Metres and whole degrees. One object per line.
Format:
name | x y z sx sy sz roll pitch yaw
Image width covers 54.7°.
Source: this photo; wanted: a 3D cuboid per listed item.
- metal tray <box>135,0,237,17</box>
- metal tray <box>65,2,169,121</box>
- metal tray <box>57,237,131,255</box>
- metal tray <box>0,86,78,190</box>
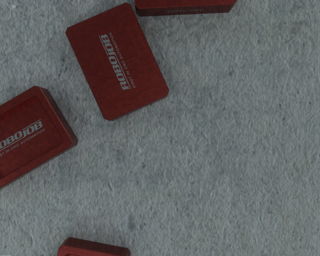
metal tray | 0.031 -0.199 0.408 0.131 0.030 0.089 -3 90 -1
metal tray | -0.054 -0.084 0.407 0.090 0.030 0.129 -24 90 -1
metal tray | -0.096 0.219 0.406 0.091 0.030 0.129 11 90 -1
metal tray | -0.187 0.015 0.404 0.130 0.030 0.090 -31 90 -1
